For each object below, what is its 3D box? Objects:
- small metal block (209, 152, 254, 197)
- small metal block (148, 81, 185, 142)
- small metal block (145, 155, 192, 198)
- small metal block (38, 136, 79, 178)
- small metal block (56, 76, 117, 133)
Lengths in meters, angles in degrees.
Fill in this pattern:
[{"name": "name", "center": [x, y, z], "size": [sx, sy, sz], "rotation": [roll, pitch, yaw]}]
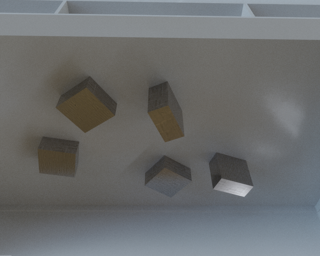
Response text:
[{"name": "small metal block", "center": [0.102, 0.067, 0.451], "size": [0.050, 0.050, 0.025], "rotation": [16, 128, -13]}, {"name": "small metal block", "center": [0.008, -0.020, 0.376], "size": [0.025, 0.050, 0.050], "rotation": [-19, 128, 15]}, {"name": "small metal block", "center": [0.012, 0.075, 0.473], "size": [0.050, 0.025, 0.050], "rotation": [29, 124, -23]}, {"name": "small metal block", "center": [-0.144, 0.042, 0.443], "size": [0.050, 0.025, 0.050], "rotation": [9, 130, -8]}, {"name": "small metal block", "center": [-0.090, -0.028, 0.384], "size": [0.050, 0.025, 0.050], "rotation": [-28, 125, 21]}]
